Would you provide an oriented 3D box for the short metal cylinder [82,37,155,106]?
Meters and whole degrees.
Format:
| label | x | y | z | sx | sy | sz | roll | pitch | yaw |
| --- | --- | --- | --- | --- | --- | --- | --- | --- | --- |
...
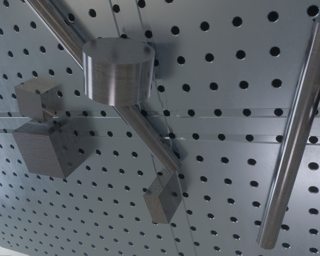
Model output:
| label | x | y | z | sx | sy | sz | roll | pitch | yaw |
| --- | --- | --- | --- | --- | --- | --- | --- | --- | --- |
| short metal cylinder | -0.048 | -0.067 | 0.359 | 0.080 | 0.080 | 0.050 | 19 | 126 | 17 |

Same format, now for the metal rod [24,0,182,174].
| label | x | y | z | sx | sy | sz | roll | pitch | yaw |
| --- | --- | --- | --- | --- | --- | --- | --- | --- | --- |
| metal rod | -0.072 | -0.058 | 0.413 | 0.025 | 0.025 | 0.300 | -32 | 101 | 38 |

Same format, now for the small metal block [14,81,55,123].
| label | x | y | z | sx | sy | sz | roll | pitch | yaw |
| --- | --- | --- | --- | --- | --- | --- | --- | --- | --- |
| small metal block | -0.197 | -0.042 | 0.490 | 0.050 | 0.025 | 0.050 | 17 | 125 | 18 |

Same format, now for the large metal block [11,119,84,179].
| label | x | y | z | sx | sy | sz | roll | pitch | yaw |
| --- | --- | --- | --- | --- | --- | --- | --- | --- | --- |
| large metal block | -0.183 | 0.032 | 0.511 | 0.080 | 0.050 | 0.079 | 4 | 120 | 26 |

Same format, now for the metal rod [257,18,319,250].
| label | x | y | z | sx | sy | sz | roll | pitch | yaw |
| --- | --- | --- | --- | --- | --- | --- | --- | --- | --- |
| metal rod | 0.148 | 0.032 | 0.352 | 0.025 | 0.025 | 0.298 | 14 | 124 | 21 |

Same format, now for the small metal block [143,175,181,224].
| label | x | y | z | sx | sy | sz | roll | pitch | yaw |
| --- | --- | --- | --- | --- | --- | --- | --- | --- | --- |
| small metal block | 0.005 | 0.104 | 0.457 | 0.025 | 0.050 | 0.050 | -4 | 116 | 30 |
